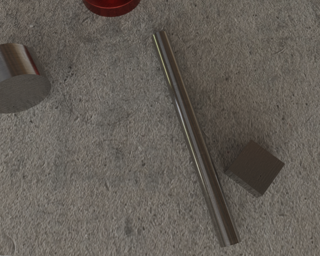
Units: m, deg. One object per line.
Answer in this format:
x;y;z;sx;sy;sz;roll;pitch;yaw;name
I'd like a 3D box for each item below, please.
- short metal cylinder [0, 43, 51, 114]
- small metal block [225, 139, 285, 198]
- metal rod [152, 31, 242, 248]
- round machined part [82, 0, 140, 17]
-0.190;-0.062;0.399;0.080;0.080;0.050;-28;73;-10;short metal cylinder
0.119;0.051;0.391;0.050;0.025;0.050;38;74;12;small metal block
0.041;0.000;0.408;0.025;0.025;0.299;-15;71;-6;metal rod
-0.078;-0.226;0.481;0.099;0.042;0.098;0;70;-1;round machined part
